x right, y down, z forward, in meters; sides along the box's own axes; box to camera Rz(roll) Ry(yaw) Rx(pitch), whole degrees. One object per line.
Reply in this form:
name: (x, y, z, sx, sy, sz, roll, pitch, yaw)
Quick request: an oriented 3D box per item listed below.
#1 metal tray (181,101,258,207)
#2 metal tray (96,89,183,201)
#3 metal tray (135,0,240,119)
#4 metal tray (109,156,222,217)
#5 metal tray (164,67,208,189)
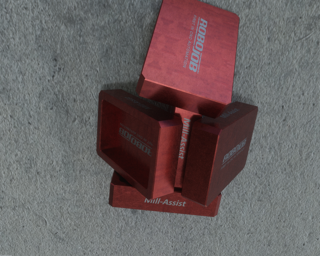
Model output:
metal tray: (0.075, 0.024, 0.368, 0.030, 0.131, 0.089, 18, 113, 29)
metal tray: (-0.031, 0.013, 0.364, 0.030, 0.130, 0.089, -9, 115, -36)
metal tray: (0.034, -0.082, 0.332, 0.091, 0.130, 0.030, 17, 150, -7)
metal tray: (0.006, 0.070, 0.402, 0.131, 0.090, 0.030, 7, 110, -3)
metal tray: (0.026, -0.004, 0.375, 0.030, 0.090, 0.129, 7, 110, -3)
